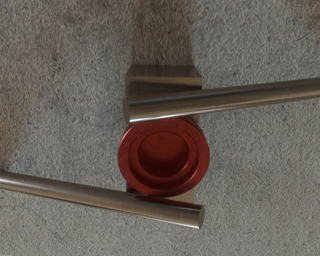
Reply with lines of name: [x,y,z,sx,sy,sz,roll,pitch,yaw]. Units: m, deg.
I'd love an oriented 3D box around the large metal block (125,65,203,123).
large metal block: [0.003,-0.043,0.366,0.081,0.080,0.050,1,110,-1]

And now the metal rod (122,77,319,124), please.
metal rod: [0.108,-0.036,0.342,0.303,0.025,0.025,-8,112,-21]

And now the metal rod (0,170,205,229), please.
metal rod: [-0.095,0.082,0.381,0.301,0.025,0.025,5,112,22]

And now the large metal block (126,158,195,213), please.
large metal block: [0.000,0.069,0.407,0.081,0.080,0.050,1,110,-1]

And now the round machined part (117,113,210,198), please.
round machined part: [0.004,0.026,0.349,0.099,0.042,0.097,0,110,-1]
